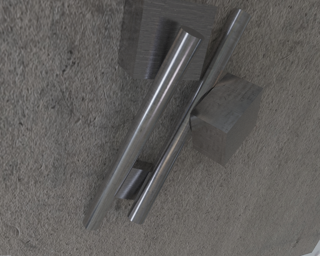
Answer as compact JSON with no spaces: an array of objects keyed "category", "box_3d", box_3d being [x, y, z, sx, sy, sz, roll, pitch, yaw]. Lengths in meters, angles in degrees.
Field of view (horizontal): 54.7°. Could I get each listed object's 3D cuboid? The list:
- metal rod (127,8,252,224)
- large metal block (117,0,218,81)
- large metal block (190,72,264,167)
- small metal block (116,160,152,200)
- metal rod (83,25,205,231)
[{"category":"metal rod","box_3d":[0.033,-0.008,0.399,0.025,0.025,0.298,20,101,-36]},{"category":"large metal block","box_3d":[0.005,-0.098,0.333,0.081,0.050,0.079,-3,120,-27]},{"category":"large metal block","box_3d":[0.085,-0.010,0.401,0.080,0.050,0.080,-47,151,-22]},{"category":"small metal block","box_3d":[-0.035,0.073,0.433,0.050,0.025,0.050,18,109,-35]},{"category":"metal rod","box_3d":[-0.033,0.023,0.362,0.025,0.025,0.298,8,127,-32]}]
